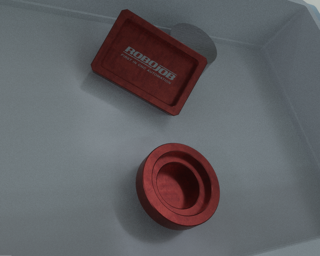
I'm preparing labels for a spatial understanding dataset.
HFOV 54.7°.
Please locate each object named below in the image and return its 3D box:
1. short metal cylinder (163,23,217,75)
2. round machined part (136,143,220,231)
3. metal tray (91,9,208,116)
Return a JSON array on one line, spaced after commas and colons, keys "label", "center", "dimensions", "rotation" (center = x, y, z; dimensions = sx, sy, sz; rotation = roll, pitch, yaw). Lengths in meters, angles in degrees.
[{"label": "short metal cylinder", "center": [0.041, -0.116, 0.485], "dimensions": [0.081, 0.050, 0.080], "rotation": [14, 56, -21]}, {"label": "round machined part", "center": [0.017, 0.070, 0.363], "dimensions": [0.099, 0.042, 0.098], "rotation": [14, 56, -21]}, {"label": "metal tray", "center": [-0.014, -0.085, 0.417], "dimensions": [0.131, 0.030, 0.090], "rotation": [29, 88, -10]}]
